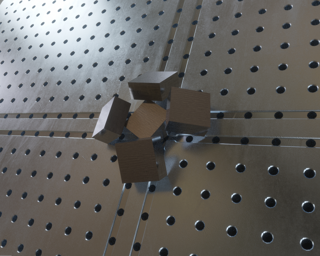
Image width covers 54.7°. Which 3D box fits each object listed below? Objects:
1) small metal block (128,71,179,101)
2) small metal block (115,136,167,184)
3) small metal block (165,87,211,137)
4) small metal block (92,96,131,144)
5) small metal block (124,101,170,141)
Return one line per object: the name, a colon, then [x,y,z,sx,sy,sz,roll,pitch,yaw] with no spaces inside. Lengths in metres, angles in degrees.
small metal block: [-0.008,-0.059,0.431,0.050,0.025,0.050,6,29,31]
small metal block: [-0.023,0.039,0.379,0.050,0.025,0.050,-9,94,23]
small metal block: [0.035,-0.020,0.386,0.050,0.025,0.050,9,60,-7]
small metal block: [-0.068,-0.010,0.434,0.050,0.025,0.050,-28,42,56]
small metal block: [-0.013,-0.006,0.416,0.050,0.025,0.050,-49,52,-7]
